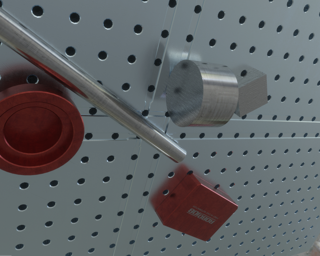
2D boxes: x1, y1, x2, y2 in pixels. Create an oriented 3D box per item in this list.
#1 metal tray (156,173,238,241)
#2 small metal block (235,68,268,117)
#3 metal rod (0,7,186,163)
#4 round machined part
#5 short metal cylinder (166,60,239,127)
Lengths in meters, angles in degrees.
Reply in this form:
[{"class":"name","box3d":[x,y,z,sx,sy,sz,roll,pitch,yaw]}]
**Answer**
[{"class":"metal tray","box3d":[0.067,0.140,0.534,0.090,0.030,0.130,-50,129,7]},{"class":"small metal block","box3d":[0.128,-0.051,0.452,0.050,0.025,0.050,-27,128,-12]},{"class":"metal rod","box3d":[-0.064,-0.032,0.357,0.025,0.025,0.301,-48,129,5]},{"class":"round machined part","box3d":[-0.134,-0.002,0.327,0.099,0.042,0.097,-14,125,-21]},{"class":"short metal cylinder","box3d":[0.049,-0.041,0.379,0.050,0.080,0.079,1,118,-29]}]
